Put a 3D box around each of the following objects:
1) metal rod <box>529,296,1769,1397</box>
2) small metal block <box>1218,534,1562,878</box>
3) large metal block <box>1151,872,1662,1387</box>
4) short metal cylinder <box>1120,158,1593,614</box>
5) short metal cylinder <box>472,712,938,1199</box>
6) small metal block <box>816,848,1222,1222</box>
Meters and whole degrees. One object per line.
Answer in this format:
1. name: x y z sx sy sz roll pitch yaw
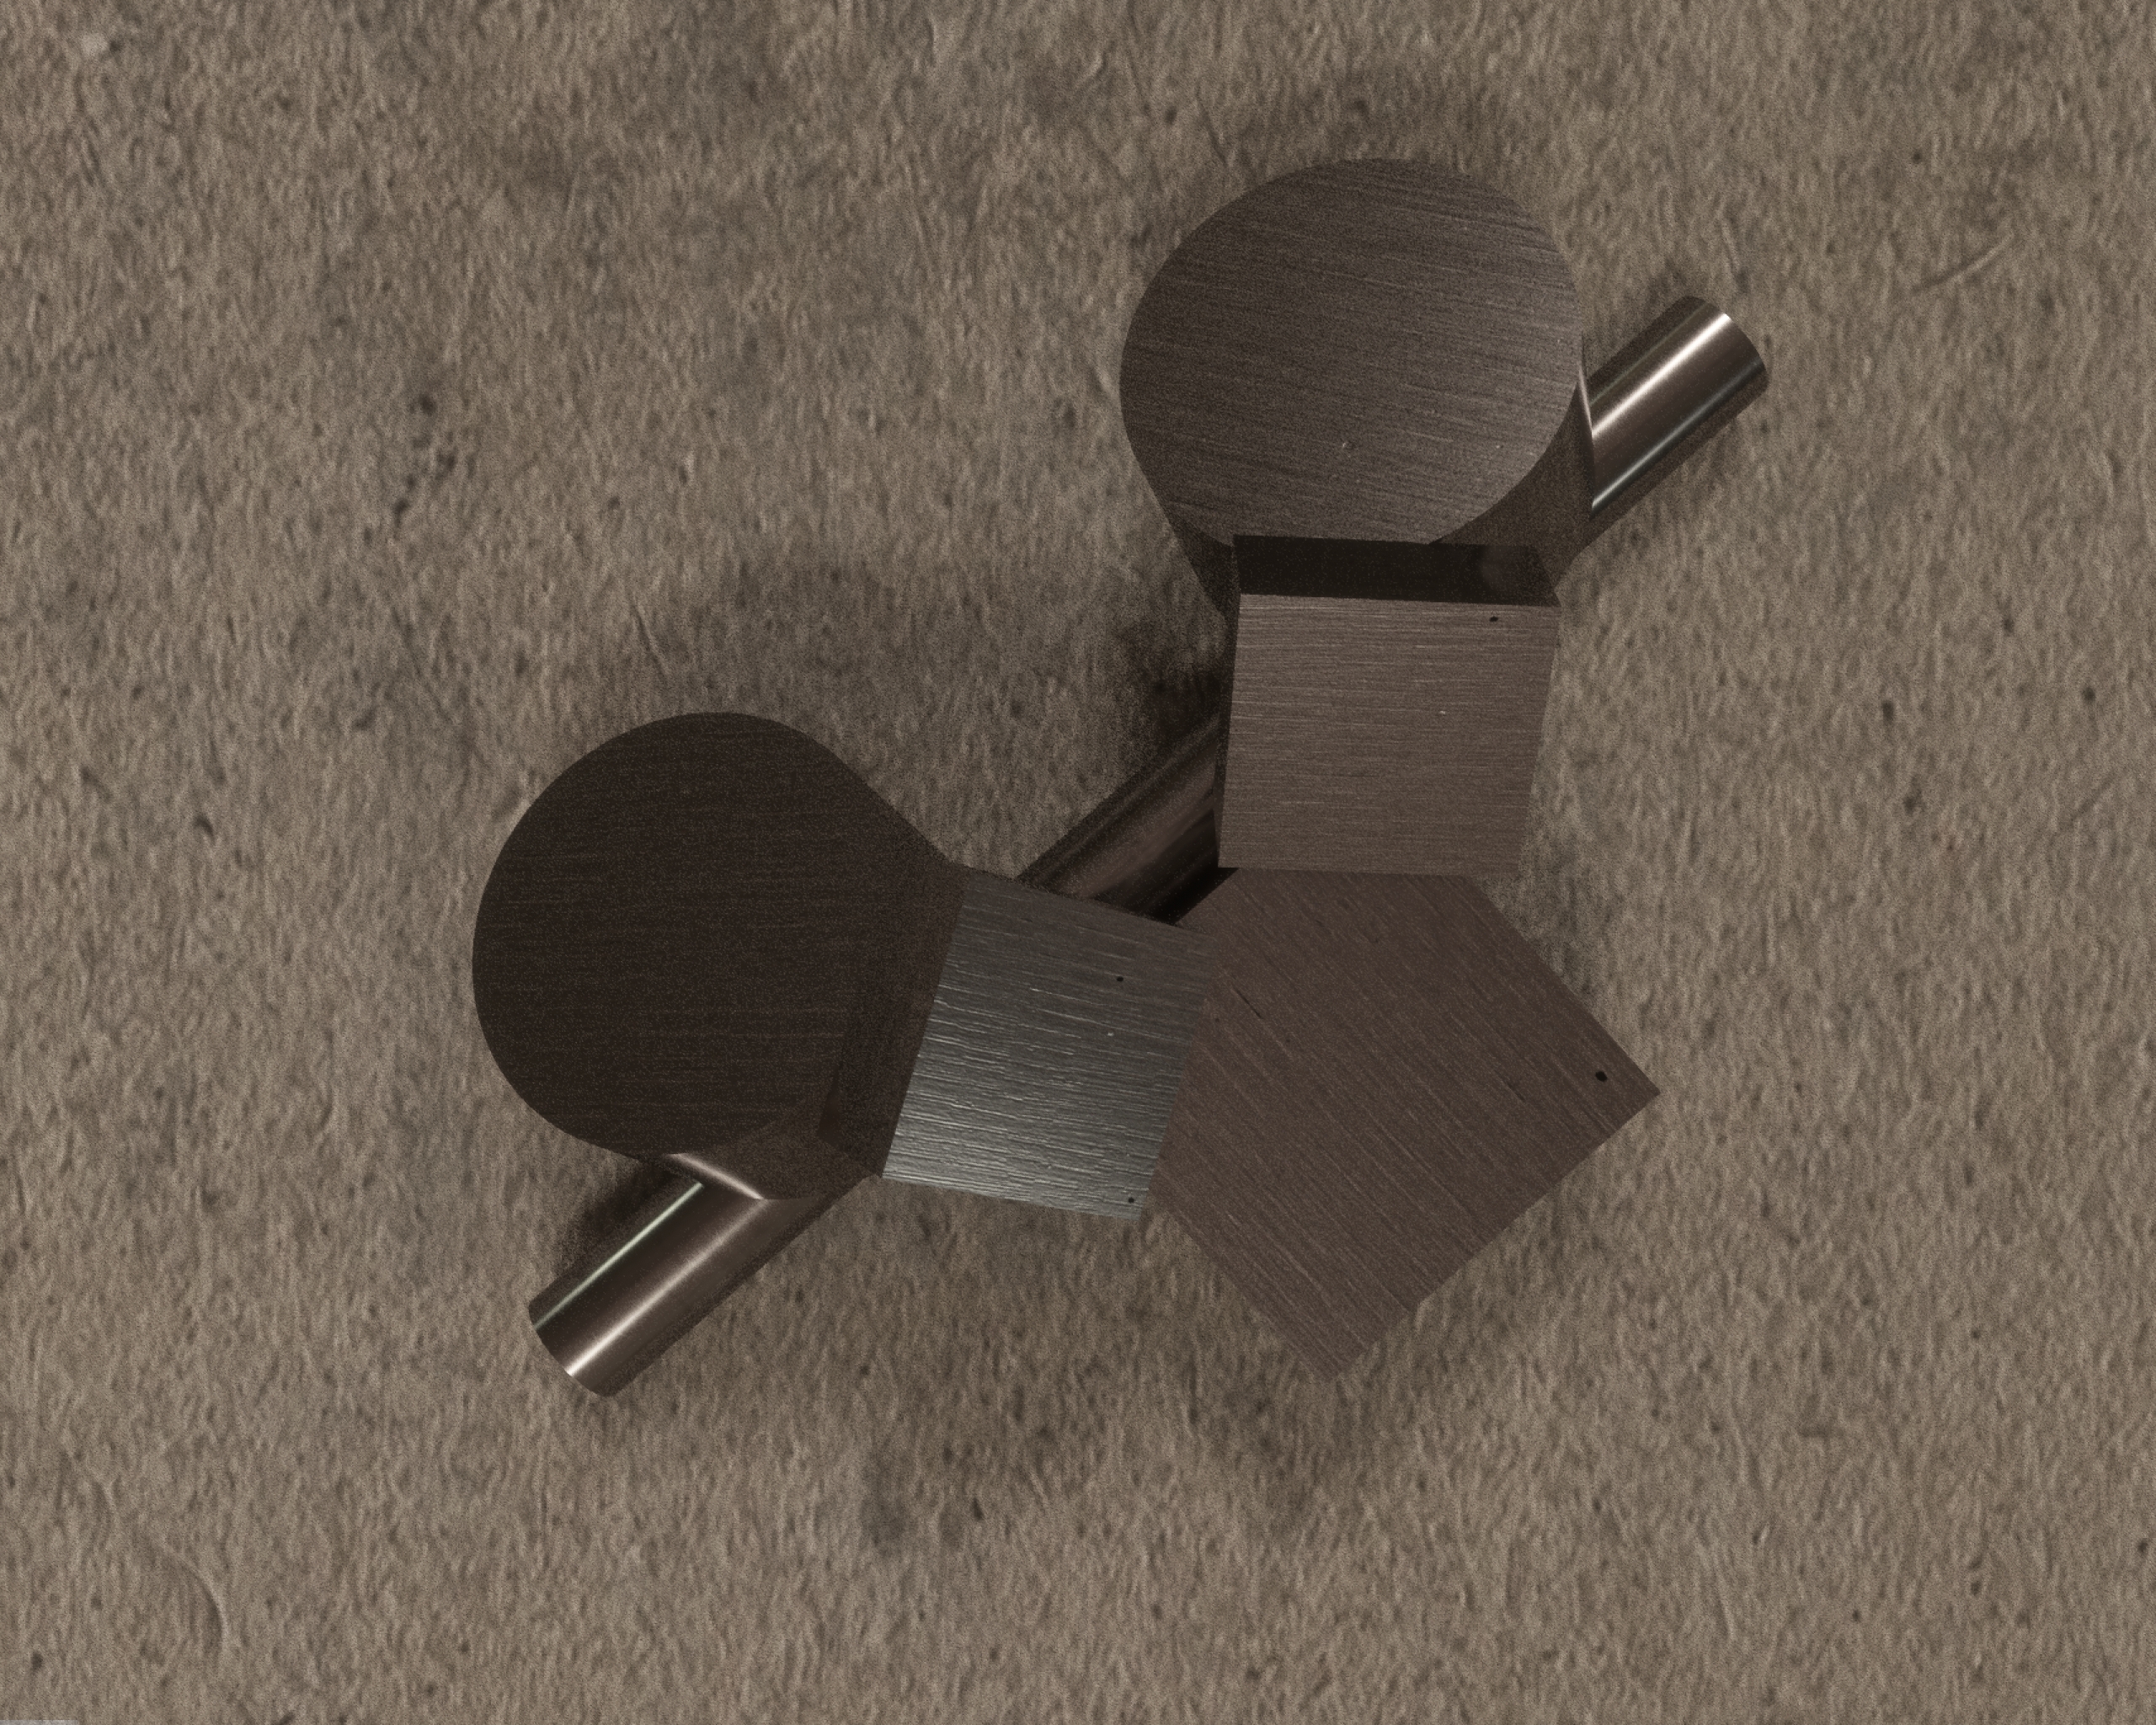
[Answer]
1. metal rod: 0.014 -0.003 0.411 0.300 0.025 0.025 -41 91 -1
2. small metal block: 0.050 -0.026 0.349 0.050 0.025 0.050 2 121 -1
3. large metal block: 0.048 0.037 0.398 0.080 0.050 0.080 -41 91 0
4. short metal cylinder: 0.053 -0.081 0.384 0.080 0.050 0.080 -5 71 14
5. short metal cylinder: -0.062 0.018 0.384 0.080 0.050 0.080 -5 71 14
6. small metal block: -0.010 0.029 0.349 0.050 0.025 0.050 16 90 -33
